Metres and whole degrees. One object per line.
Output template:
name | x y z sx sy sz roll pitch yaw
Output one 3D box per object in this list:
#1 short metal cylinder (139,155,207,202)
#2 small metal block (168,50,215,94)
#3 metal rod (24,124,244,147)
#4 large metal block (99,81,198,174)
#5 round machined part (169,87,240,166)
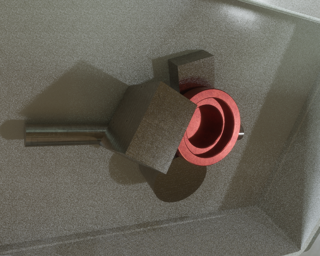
short metal cylinder | 0.018 0.057 0.436 0.081 0.050 0.079 -14 125 -21
small metal block | 0.041 -0.065 0.391 0.050 0.025 0.050 -19 126 -17
metal rod | -0.012 0.007 0.404 0.303 0.025 0.025 0 119 -29
large metal block | -0.016 -0.002 0.344 0.050 0.080 0.080 30 79 -27
round machined part | 0.052 -0.004 0.399 0.099 0.042 0.097 -7 104 -27
